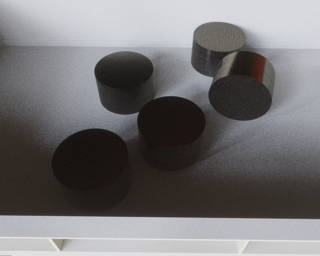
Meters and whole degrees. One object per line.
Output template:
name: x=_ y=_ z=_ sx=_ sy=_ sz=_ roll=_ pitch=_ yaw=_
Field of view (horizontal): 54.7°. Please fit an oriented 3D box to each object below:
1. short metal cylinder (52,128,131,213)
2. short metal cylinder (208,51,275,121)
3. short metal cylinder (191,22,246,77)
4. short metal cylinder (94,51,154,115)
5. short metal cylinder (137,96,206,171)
short metal cylinder: x=-0.074 y=0.047 z=0.349 sx=0.080 sy=0.050 sz=0.080 roll=0 pitch=50 yaw=0
short metal cylinder: x=0.110 y=-0.055 z=0.416 sx=0.080 sy=0.080 sz=0.050 roll=14 pitch=52 yaw=12
short metal cylinder: x=0.092 y=-0.126 z=0.495 sx=0.080 sy=0.050 sz=0.080 roll=0 pitch=50 yaw=0
short metal cylinder: x=-0.049 y=-0.065 z=0.443 sx=0.080 sy=0.050 sz=0.080 roll=0 pitch=50 yaw=0
short metal cylinder: x=0.013 y=0.006 z=0.384 sx=0.080 sy=0.050 sz=0.080 roll=0 pitch=50 yaw=0
